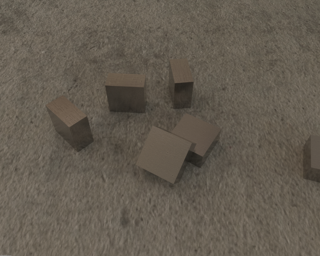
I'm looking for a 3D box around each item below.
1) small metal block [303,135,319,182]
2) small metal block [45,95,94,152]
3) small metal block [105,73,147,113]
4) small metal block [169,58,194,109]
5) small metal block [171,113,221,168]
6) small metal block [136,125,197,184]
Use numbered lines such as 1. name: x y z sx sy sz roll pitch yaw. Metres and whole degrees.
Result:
1. small metal block: 0.203 0.040 0.372 0.050 0.025 0.050 13 51 10
2. small metal block: -0.113 -0.005 0.390 0.050 0.050 0.025 37 59 26
3. small metal block: -0.045 -0.047 0.426 0.050 0.050 0.025 3 50 2
4. small metal block: 0.029 -0.063 0.440 0.025 0.050 0.050 -5 50 -5
5. small metal block: 0.042 0.015 0.391 0.050 0.025 0.050 26 54 20
6. small metal block: 0.007 0.030 0.361 0.050 0.025 0.050 25 93 18
